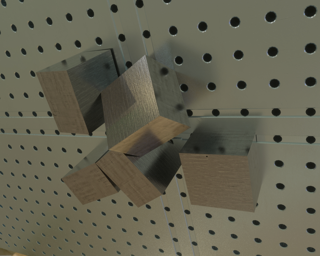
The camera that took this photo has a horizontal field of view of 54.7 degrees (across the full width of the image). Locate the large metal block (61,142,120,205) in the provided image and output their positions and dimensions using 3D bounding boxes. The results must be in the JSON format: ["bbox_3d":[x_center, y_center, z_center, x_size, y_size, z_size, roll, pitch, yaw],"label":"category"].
[{"bbox_3d":[-0.081,0.059,0.453,0.080,0.080,0.050,-26,104,37],"label":"large metal block"}]

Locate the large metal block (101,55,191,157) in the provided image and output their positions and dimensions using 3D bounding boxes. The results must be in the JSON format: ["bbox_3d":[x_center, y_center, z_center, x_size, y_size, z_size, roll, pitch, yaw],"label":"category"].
[{"bbox_3d":[-0.020,-0.022,0.359,0.080,0.050,0.080,-33,56,32],"label":"large metal block"}]

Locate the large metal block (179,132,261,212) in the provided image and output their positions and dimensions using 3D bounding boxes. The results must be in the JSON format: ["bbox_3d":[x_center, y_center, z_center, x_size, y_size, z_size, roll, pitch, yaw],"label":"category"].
[{"bbox_3d":[0.077,0.053,0.386,0.080,0.050,0.080,0,119,28],"label":"large metal block"}]

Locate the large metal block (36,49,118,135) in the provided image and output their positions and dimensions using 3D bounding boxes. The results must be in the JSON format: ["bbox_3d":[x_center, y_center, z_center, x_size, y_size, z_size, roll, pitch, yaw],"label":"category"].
[{"bbox_3d":[-0.095,-0.047,0.393,0.050,0.080,0.079,3,120,30],"label":"large metal block"}]

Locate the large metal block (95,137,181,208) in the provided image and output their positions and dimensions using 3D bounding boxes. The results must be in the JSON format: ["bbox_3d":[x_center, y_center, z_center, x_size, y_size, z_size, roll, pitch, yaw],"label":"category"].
[{"bbox_3d":[-0.023,0.043,0.413,0.080,0.080,0.050,48,129,-6],"label":"large metal block"}]
